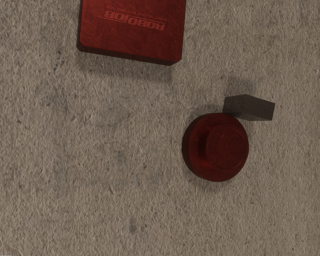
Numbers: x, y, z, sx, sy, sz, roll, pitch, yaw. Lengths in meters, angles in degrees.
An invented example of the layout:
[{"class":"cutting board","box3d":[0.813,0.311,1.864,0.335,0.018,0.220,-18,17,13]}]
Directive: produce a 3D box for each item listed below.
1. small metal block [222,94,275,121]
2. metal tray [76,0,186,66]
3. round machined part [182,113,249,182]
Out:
[{"class":"small metal block","box3d":[0.126,-0.028,0.444,0.050,0.050,0.025,13,86,-20]},{"class":"metal tray","box3d":[-0.035,-0.135,0.394,0.131,0.030,0.089,5,88,-20]},{"class":"round machined part","box3d":[0.084,0.027,0.432,0.099,0.042,0.097,0,90,-21]}]
